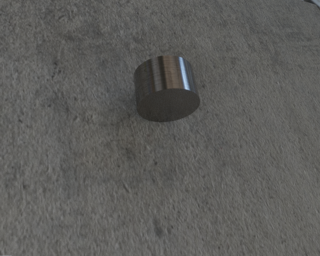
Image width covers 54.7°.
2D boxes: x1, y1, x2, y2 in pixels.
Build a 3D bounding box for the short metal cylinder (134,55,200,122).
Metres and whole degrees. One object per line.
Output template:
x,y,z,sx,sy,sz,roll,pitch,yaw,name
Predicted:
0.008,-0.049,0.404,0.081,0.080,0.050,6,59,-26,short metal cylinder
